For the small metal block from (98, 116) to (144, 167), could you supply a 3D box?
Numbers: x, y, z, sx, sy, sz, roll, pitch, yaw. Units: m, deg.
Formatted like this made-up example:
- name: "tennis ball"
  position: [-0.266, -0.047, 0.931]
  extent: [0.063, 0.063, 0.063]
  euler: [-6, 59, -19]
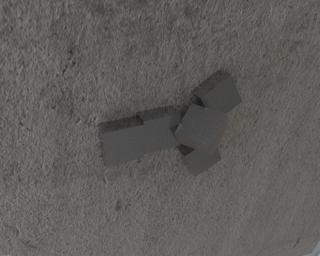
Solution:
- name: "small metal block"
  position: [-0.048, 0.017, 0.391]
  extent: [0.050, 0.025, 0.050]
  euler: [-13, 124, -22]

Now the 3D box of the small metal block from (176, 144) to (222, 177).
- name: "small metal block"
  position: [0.059, 0.038, 0.462]
  extent: [0.050, 0.025, 0.050]
  euler: [-33, 129, -7]

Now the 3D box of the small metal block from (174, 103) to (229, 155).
- name: "small metal block"
  position: [0.055, 0.001, 0.403]
  extent: [0.050, 0.050, 0.025]
  euler: [-59, 151, -21]

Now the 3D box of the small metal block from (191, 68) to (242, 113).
- name: "small metal block"
  position: [0.078, -0.044, 0.422]
  extent: [0.050, 0.025, 0.050]
  euler: [-38, 129, -3]

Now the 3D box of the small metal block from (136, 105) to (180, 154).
- name: "small metal block"
  position: [-0.003, 0.002, 0.406]
  extent: [0.050, 0.025, 0.050]
  euler: [-13, 124, -21]
